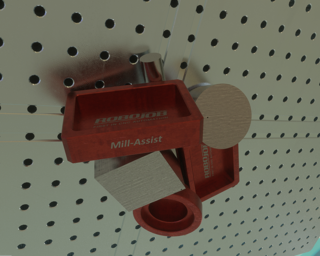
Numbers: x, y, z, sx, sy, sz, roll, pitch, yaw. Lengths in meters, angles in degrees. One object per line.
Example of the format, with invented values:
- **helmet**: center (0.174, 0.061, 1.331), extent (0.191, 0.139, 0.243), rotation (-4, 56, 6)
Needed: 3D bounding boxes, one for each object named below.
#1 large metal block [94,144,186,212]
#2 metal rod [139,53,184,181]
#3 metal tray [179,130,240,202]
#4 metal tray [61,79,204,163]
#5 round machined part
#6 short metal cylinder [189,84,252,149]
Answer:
- **large metal block**: center (-0.024, 0.050, 0.384), extent (0.080, 0.050, 0.080), rotation (-25, 130, 9)
- **metal rod**: center (0.015, 0.038, 0.438), extent (0.025, 0.025, 0.298), rotation (-23, 127, -15)
- **metal tray**: center (0.075, 0.051, 0.476), extent (0.091, 0.030, 0.129), rotation (-23, 127, -15)
- **metal tray**: center (-0.030, -0.012, 0.322), extent (0.131, 0.090, 0.030), rotation (-8, 125, -8)
- **round machined part**: center (0.012, 0.112, 0.454), extent (0.099, 0.042, 0.097), rotation (4, 128, 5)
- **short metal cylinder**: center (0.069, -0.016, 0.399), extent (0.081, 0.050, 0.079), rotation (-1, 95, -17)
